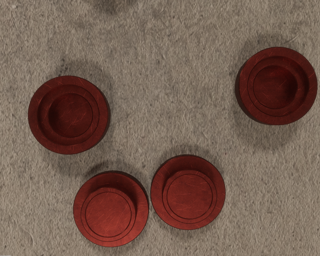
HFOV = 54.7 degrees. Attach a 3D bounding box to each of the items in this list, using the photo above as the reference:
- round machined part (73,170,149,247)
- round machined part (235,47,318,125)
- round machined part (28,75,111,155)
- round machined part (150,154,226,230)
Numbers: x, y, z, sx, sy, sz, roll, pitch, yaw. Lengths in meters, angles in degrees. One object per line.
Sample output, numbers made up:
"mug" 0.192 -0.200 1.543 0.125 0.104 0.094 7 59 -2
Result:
"round machined part" -0.064 0.106 0.401 0.099 0.042 0.097 0 90 -1
"round machined part" 0.146 -0.052 0.403 0.099 0.042 0.097 0 90 -1
"round machined part" -0.113 -0.016 0.400 0.099 0.042 0.097 0 90 -1
"round machined part" 0.037 0.084 0.402 0.099 0.042 0.097 0 90 -1
